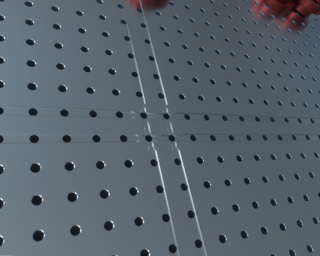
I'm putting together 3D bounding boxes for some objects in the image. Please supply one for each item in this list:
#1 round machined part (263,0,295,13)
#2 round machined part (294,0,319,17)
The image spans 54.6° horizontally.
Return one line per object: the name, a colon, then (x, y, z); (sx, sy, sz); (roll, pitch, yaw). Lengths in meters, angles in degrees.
round machined part: (0.291, -0.331, 0.755); (0.099, 0.042, 0.098); (13, 56, -21)
round machined part: (0.376, -0.326, 0.795); (0.099, 0.042, 0.098); (16, 55, -23)
